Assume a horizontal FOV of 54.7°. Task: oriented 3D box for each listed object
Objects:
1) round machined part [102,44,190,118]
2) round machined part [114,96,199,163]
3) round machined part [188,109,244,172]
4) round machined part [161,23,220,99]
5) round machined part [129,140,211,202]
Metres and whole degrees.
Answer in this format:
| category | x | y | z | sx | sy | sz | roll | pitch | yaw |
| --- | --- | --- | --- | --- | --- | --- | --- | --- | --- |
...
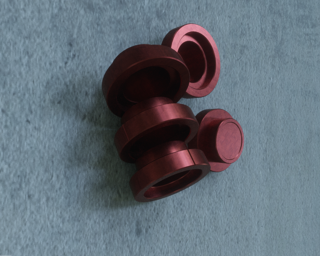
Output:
| category | x | y | z | sx | sy | sz | roll | pitch | yaw |
| --- | --- | --- | --- | --- | --- | --- | --- | --- | --- |
| round machined part | -0.019 | -0.057 | 0.356 | 0.099 | 0.097 | 0.042 | 7 | 46 | -40 |
| round machined part | -0.008 | 0.000 | 0.365 | 0.099 | 0.097 | 0.042 | -1 | 57 | -40 |
| round machined part | 0.091 | 0.019 | 0.473 | 0.099 | 0.042 | 0.097 | 0 | 90 | -40 |
| round machined part | 0.035 | -0.089 | 0.425 | 0.099 | 0.042 | 0.097 | 1 | 89 | -41 |
| round machined part | 0.008 | 0.050 | 0.378 | 0.099 | 0.097 | 0.042 | -1 | 56 | -40 |
